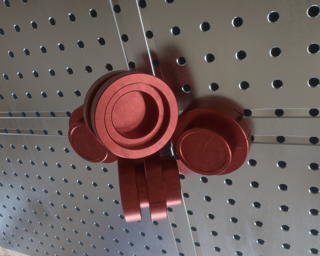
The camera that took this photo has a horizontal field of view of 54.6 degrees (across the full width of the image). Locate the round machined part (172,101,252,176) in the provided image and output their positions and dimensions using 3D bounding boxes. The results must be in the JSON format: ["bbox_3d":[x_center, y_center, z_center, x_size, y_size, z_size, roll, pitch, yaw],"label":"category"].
[{"bbox_3d":[0.059,0.019,0.382,0.098,0.042,0.097,13,124,21],"label":"round machined part"}]

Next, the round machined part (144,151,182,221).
[{"bbox_3d":[0.003,0.073,0.420,0.042,0.098,0.097,-7,120,-4],"label":"round machined part"}]

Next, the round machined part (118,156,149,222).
[{"bbox_3d":[-0.030,0.075,0.421,0.042,0.098,0.097,-7,120,-4],"label":"round machined part"}]

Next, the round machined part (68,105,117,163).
[{"bbox_3d":[-0.095,0.012,0.458,0.098,0.042,0.097,13,124,21],"label":"round machined part"}]

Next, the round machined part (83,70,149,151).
[{"bbox_3d":[-0.047,-0.024,0.390,0.042,0.099,0.098,31,144,63],"label":"round machined part"}]

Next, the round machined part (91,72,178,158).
[{"bbox_3d":[-0.032,-0.017,0.362,0.042,0.099,0.098,31,144,63],"label":"round machined part"}]
